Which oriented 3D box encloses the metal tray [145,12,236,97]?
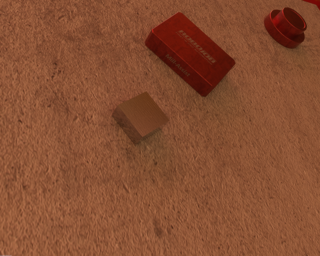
[{"bbox_3d":[0.051,-0.122,0.505,0.130,0.030,0.090,42,51,0],"label":"metal tray"}]

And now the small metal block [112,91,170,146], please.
[{"bbox_3d":[-0.025,-0.013,0.400,0.050,0.025,0.050,-32,80,-38],"label":"small metal block"}]

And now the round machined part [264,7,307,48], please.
[{"bbox_3d":[0.286,-0.229,0.690,0.099,0.042,0.098,14,56,-21],"label":"round machined part"}]
